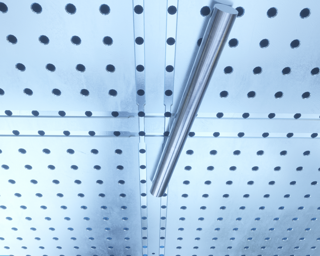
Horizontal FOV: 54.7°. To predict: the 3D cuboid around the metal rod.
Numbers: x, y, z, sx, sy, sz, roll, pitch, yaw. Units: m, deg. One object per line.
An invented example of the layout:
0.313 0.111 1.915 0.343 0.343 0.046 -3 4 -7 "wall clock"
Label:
0.031 -0.009 0.404 0.025 0.025 0.298 10 129 -9 "metal rod"
